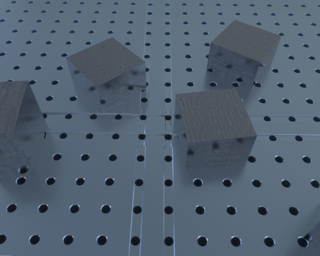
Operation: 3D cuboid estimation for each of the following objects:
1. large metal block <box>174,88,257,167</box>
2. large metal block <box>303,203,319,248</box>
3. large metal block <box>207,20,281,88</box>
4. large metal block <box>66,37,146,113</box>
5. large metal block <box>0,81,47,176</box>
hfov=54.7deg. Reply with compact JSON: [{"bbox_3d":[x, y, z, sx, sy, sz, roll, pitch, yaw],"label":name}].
[{"bbox_3d":[0.065,-0.001,0.394,0.081,0.050,0.080,-6,50,-6],"label":"large metal block"},{"bbox_3d":[0.199,0.095,0.295,0.080,0.080,0.050,31,57,23],"label":"large metal block"},{"bbox_3d":[0.133,-0.120,0.494,0.080,0.050,0.080,29,56,22],"label":"large metal block"},{"bbox_3d":[-0.078,-0.081,0.458,0.080,0.050,0.080,-33,58,-25],"label":"large metal block"},{"bbox_3d":[-0.178,0.001,0.368,0.050,0.080,0.080,-4,50,-3],"label":"large metal block"}]
